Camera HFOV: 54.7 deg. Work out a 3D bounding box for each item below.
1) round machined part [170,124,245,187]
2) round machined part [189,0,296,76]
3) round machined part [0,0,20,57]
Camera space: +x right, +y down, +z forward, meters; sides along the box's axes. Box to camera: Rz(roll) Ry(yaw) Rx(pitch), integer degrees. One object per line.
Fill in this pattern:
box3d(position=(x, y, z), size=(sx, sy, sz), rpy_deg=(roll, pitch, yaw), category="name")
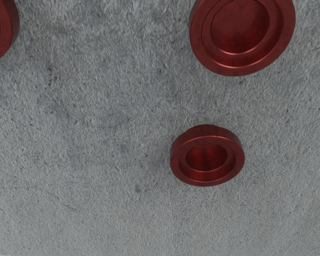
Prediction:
box3d(position=(0.063, 0.033, 0.425), size=(0.099, 0.042, 0.097), rpy_deg=(0, 130, 0), category="round machined part")
box3d(position=(0.077, -0.104, 0.308), size=(0.099, 0.042, 0.097), rpy_deg=(0, 130, 0), category="round machined part")
box3d(position=(-0.186, -0.114, 0.297), size=(0.099, 0.042, 0.097), rpy_deg=(0, 130, 0), category="round machined part")
